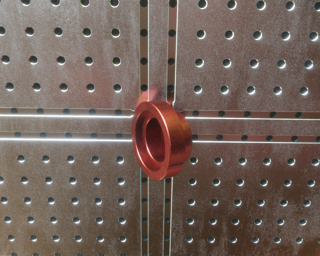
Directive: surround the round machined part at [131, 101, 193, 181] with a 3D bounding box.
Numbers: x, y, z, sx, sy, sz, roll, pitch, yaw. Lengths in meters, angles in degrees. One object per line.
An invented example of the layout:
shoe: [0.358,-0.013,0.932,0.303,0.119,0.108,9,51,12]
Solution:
round machined part: [0.004,0.014,0.390,0.042,0.098,0.097,-9,114,-30]
